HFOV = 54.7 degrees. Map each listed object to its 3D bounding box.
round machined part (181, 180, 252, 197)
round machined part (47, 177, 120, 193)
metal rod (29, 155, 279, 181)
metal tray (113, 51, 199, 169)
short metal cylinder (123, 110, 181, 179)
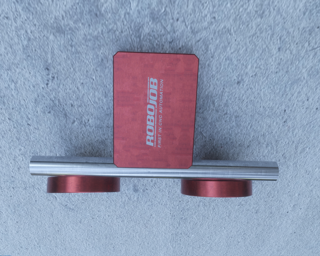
[{"bbox_3d":[0.079,0.072,0.437,0.099,0.042,0.098,0,173,0],"label":"round machined part"},{"bbox_3d":[-0.105,0.069,0.434,0.099,0.042,0.098,-1,169,0],"label":"round machined part"},{"bbox_3d":[-0.005,0.050,0.387,0.302,0.025,0.025,2,130,-2],"label":"metal rod"},{"bbox_3d":[-0.006,-0.020,0.353,0.091,0.030,0.129,1,104,-2],"label":"metal tray"},{"bbox_3d":[-0.009,0.022,0.412,0.081,0.050,0.079,0,130,0],"label":"short metal cylinder"}]
